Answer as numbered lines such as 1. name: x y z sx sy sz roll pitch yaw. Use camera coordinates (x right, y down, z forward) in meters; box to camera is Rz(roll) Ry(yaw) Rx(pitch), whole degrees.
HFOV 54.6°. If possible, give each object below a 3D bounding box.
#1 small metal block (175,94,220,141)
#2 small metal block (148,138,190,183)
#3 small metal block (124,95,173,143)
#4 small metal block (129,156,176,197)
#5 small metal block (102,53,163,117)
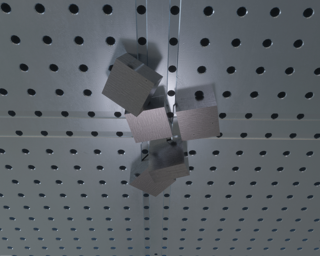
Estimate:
1. small metal block: 0.049 -0.013 0.401 0.050 0.025 0.050 -9 130 7
2. small metal block: 0.012 0.045 0.433 0.050 0.050 0.025 -15 129 12
3. small metal block: -0.013 -0.011 0.402 0.050 0.025 0.050 -10 130 8
4. small metal block: -0.011 0.074 0.474 0.050 0.025 0.050 30 124 -23
5. small metal block: -0.032 -0.049 0.357 0.050 0.025 0.050 34 125 4
